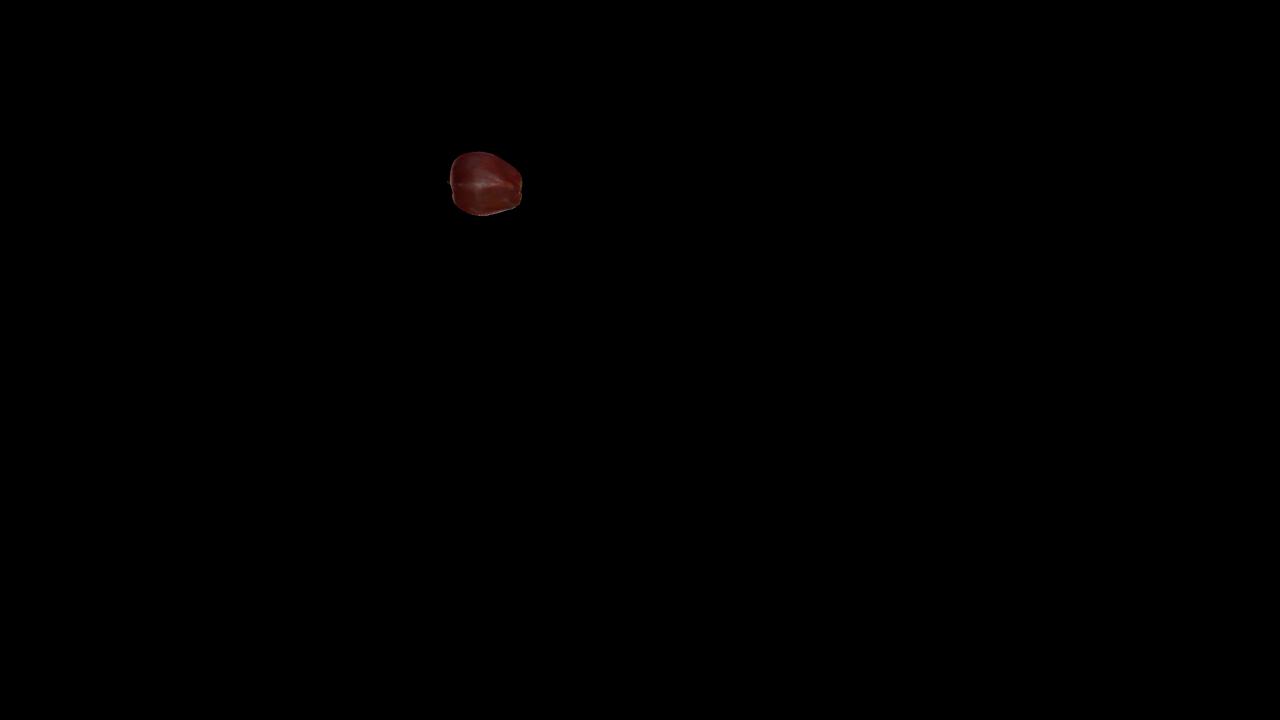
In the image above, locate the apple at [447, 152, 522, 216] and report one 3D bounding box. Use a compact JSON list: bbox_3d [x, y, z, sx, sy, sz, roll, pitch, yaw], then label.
[{"bbox_3d":[-0.196,-0.221,0.775,0.093,0.079,0.079,4,-1,-7],"label":"apple"}]
